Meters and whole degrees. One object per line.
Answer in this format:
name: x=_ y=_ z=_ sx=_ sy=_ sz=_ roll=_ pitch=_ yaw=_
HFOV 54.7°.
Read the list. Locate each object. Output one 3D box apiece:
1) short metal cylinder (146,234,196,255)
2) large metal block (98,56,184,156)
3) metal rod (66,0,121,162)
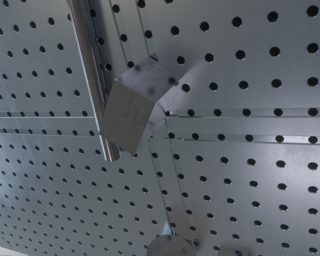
short metal cylinder: x=0.014 y=0.224 z=0.507 sx=0.080 sy=0.080 sz=0.050 roll=23 pitch=127 yaw=14
large metal block: x=-0.022 y=-0.028 z=0.370 sx=0.050 sy=0.080 sz=0.079 roll=31 pitch=128 yaw=8
metal rod: x=-0.090 y=-0.085 z=0.405 sx=0.025 sy=0.025 sz=0.298 roll=7 pitch=122 yaw=24
